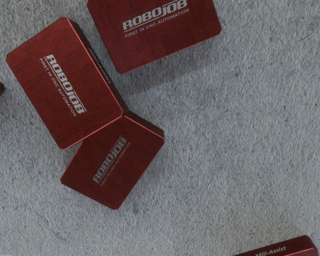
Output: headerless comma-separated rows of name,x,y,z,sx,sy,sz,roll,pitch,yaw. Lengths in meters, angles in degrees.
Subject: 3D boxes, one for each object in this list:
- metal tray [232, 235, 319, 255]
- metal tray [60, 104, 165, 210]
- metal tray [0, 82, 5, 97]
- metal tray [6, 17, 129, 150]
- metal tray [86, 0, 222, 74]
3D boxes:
metal tray,0.187,0.232,0.494,0.130,0.030,0.090,-19,109,6
metal tray,-0.064,0.039,0.421,0.090,0.030,0.129,31,107,-11
metal tray,-0.274,-0.027,0.394,0.090,0.030,0.130,37,106,-13
metal tray,-0.109,-0.051,0.370,0.090,0.030,0.130,-30,93,10
metal tray,-0.005,-0.129,0.359,0.130,0.030,0.090,-21,109,7
